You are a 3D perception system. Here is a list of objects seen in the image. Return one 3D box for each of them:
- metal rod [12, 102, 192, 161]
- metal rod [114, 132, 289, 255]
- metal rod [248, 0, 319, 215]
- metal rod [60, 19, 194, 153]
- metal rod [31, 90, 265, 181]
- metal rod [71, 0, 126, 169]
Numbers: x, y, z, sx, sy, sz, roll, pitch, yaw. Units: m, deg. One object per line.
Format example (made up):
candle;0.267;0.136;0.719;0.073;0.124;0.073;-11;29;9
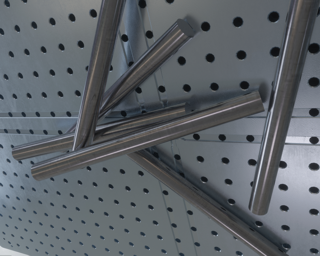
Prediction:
metal rod;-0.098;0.011;0.443;0.300;0.025;0.025;-13;112;24
metal rod;0.052;0.100;0.445;0.300;0.025;0.025;36;129;4
metal rod;0.128;-0.021;0.330;0.025;0.025;0.298;13;124;21
metal rod;-0.068;-0.038;0.423;0.025;0.025;0.299;49;129;-7
metal rod;-0.027;0.015;0.377;0.300;0.025;0.025;-18;110;16
metal rod;-0.071;-0.076;0.369;0.025;0.025;0.298;25;117;12
